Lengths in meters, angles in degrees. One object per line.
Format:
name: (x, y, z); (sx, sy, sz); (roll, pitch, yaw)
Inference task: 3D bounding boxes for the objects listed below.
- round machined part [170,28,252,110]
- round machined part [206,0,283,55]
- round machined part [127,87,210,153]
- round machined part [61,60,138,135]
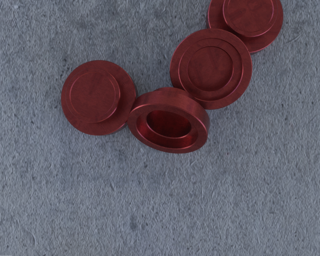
round machined part: (0.063, -0.075, 0.392); (0.099, 0.042, 0.097); (2, 108, 5)
round machined part: (0.112, -0.146, 0.402); (0.099, 0.042, 0.097); (0, 90, 0)
round machined part: (0.013, -0.013, 0.383); (0.099, 0.097, 0.042); (17, 55, 0)
round machined part: (-0.080, -0.039, 0.395); (0.099, 0.042, 0.097); (0, 87, 6)
